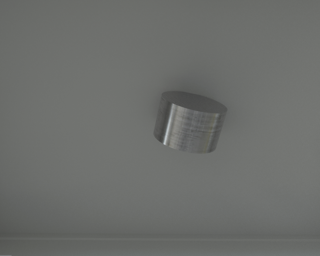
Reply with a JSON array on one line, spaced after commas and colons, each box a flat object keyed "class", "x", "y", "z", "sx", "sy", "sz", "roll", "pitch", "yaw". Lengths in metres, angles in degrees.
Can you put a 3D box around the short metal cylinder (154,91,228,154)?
[{"class": "short metal cylinder", "x": 0.036, "y": -0.009, "z": 0.379, "sx": 0.081, "sy": 0.080, "sz": 0.050, "roll": 11, "pitch": 110, "yaw": -5}]
